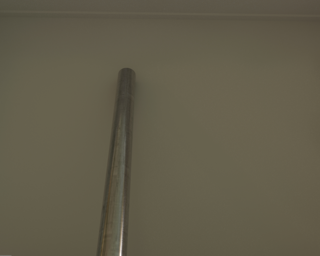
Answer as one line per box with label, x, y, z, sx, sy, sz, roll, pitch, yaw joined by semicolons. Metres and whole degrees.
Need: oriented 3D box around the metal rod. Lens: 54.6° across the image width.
metal rod;-0.043;0.030;0.332;0.025;0.025;0.300;-2;44;-1
